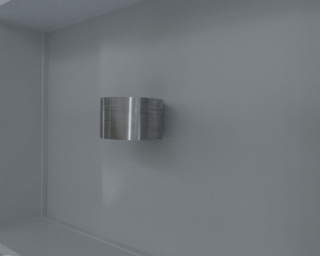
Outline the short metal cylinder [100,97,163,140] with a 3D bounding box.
[{"bbox_3d":[-0.036,-0.012,0.398,0.080,0.081,0.050,3,92,40],"label":"short metal cylinder"}]
